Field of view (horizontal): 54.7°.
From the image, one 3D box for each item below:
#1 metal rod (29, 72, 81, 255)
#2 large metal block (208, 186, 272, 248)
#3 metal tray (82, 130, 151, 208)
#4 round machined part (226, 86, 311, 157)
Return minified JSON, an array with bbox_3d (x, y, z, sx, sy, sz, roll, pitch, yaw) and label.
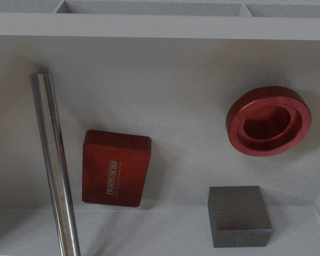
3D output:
[{"bbox_3d":[-0.128,0.079,0.397,0.025,0.025,0.298,-3,106,2],"label":"metal rod"},{"bbox_3d":[0.123,0.140,0.495,0.081,0.080,0.050,-1,130,0],"label":"large metal block"},{"bbox_3d":[-0.067,0.065,0.460,0.091,0.030,0.129,7,130,-7],"label":"metal tray"},{"bbox_3d":[0.132,-0.012,0.390,0.099,0.042,0.097,-1,130,0],"label":"round machined part"}]
